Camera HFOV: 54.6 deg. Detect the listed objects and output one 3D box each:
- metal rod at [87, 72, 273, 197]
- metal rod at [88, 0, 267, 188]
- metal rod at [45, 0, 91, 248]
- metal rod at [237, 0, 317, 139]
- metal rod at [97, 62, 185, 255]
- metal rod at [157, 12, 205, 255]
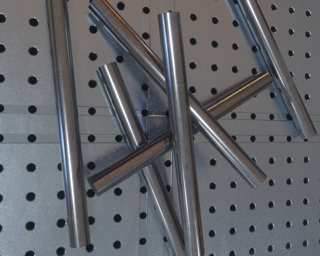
[{"bbox_3d":[0.043,-0.004,0.409,0.302,0.025,0.025,-31,100,-24],"label":"metal rod"},{"bbox_3d":[0.022,-0.044,0.385,0.025,0.025,0.300,-43,91,-15],"label":"metal rod"},{"bbox_3d":[-0.110,-0.008,0.371,0.025,0.025,0.298,-6,92,-20],"label":"metal rod"},{"bbox_3d":[0.169,-0.117,0.474,0.025,0.025,0.299,-32,101,-17],"label":"metal rod"},{"bbox_3d":[-0.013,0.060,0.407,0.025,0.025,0.299,-24,98,-18],"label":"metal rod"},{"bbox_3d":[0.028,0.019,0.372,0.025,0.025,0.298,-12,104,-20],"label":"metal rod"}]
